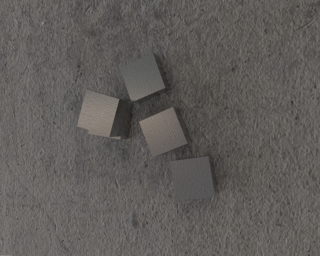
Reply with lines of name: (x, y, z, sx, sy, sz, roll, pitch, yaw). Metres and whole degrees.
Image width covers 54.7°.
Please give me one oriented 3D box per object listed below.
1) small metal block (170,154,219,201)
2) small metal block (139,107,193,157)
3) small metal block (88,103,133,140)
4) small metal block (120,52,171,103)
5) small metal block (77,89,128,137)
small metal block: (0.044, 0.063, 0.394, 0.050, 0.025, 0.050, -10, 87, 19)
small metal block: (0.008, 0.005, 0.406, 0.050, 0.025, 0.050, -23, 82, 18)
small metal block: (-0.069, -0.013, 0.433, 0.050, 0.025, 0.050, 9, 93, 19)
small metal block: (-0.019, -0.066, 0.416, 0.050, 0.025, 0.050, -21, 83, 18)
small metal block: (-0.076, -0.019, 0.409, 0.050, 0.025, 0.050, 18, 96, 19)
